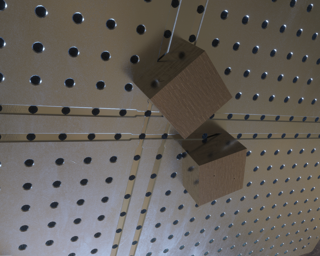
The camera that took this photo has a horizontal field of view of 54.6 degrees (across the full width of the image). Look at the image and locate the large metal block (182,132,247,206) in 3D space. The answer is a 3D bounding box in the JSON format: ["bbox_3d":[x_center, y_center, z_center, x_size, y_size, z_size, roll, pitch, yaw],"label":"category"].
[{"bbox_3d":[0.082,0.062,0.477,0.081,0.050,0.080,-17,125,-19],"label":"large metal block"}]

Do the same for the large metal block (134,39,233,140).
[{"bbox_3d":[0.030,-0.047,0.382,0.080,0.050,0.080,-42,129,0],"label":"large metal block"}]
